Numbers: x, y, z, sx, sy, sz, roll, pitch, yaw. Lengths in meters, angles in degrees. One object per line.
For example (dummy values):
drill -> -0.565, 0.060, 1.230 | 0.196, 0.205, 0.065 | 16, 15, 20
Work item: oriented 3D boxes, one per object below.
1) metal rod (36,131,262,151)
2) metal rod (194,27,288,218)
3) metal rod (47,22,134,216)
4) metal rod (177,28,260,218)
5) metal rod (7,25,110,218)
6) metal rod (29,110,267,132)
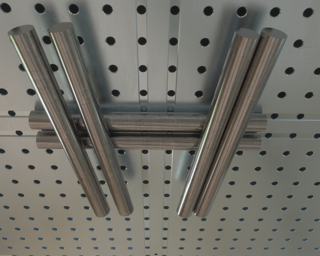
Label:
metal rod -> -0.014, 0.018, 0.427 | 0.302, 0.025, 0.025 | 1, 130, -1
metal rod -> 0.088, 0.020, 0.397 | 0.025, 0.025, 0.298 | 7, 130, -6
metal rod -> -0.075, 0.016, 0.392 | 0.025, 0.025, 0.299 | -6, 130, 5
metal rod -> 0.062, 0.020, 0.397 | 0.025, 0.025, 0.298 | 7, 130, -6
metal rod -> -0.112, 0.018, 0.394 | 0.025, 0.025, 0.299 | -6, 130, 5
metal rod -> -0.014, -0.009, 0.405 | 0.302, 0.025, 0.025 | 1, 130, -1
